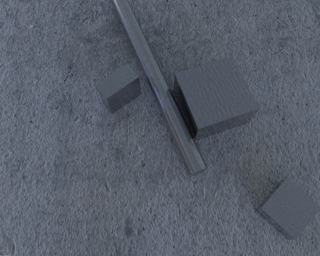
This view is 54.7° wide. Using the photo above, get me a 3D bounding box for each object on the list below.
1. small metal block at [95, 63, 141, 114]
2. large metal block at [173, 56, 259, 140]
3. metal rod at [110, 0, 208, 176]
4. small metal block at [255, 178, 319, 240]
[{"bbox_3d":[-0.054,-0.051,0.413,0.050,0.050,0.025,-37,75,-13],"label":"small metal block"},{"bbox_3d":[0.070,-0.038,0.410,0.081,0.050,0.080,-18,71,-7],"label":"large metal block"},{"bbox_3d":[-0.009,-0.074,0.435,0.025,0.025,0.299,-21,72,-8],"label":"metal rod"},{"bbox_3d":[0.154,0.098,0.374,0.050,0.025,0.050,43,75,13],"label":"small metal block"}]
